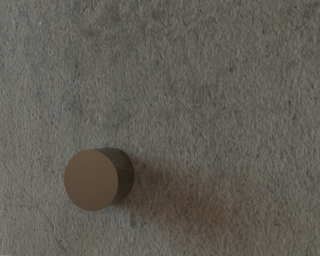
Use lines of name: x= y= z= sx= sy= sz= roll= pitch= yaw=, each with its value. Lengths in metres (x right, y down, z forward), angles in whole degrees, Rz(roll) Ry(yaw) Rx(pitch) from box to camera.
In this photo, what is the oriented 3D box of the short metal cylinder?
short metal cylinder: x=-0.082 y=0.068 z=0.423 sx=0.080 sy=0.050 sz=0.079 roll=0 pitch=90 yaw=19
